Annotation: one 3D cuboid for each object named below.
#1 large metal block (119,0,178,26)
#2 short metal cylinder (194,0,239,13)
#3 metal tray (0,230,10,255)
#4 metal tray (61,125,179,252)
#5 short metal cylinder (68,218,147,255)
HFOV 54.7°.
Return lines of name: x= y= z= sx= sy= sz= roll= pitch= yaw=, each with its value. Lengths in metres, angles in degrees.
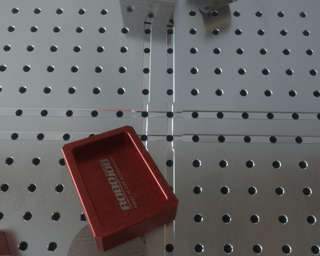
large metal block: x=-0.013 y=-0.211 z=0.475 sx=0.080 sy=0.050 sz=0.080 roll=9 pitch=70 yaw=3
short metal cylinder: x=0.081 y=-0.221 z=0.464 sx=0.050 sy=0.080 sz=0.080 roll=-23 pitch=72 yaw=-8
metal tray: x=-0.206 y=0.189 z=0.338 sx=0.091 sy=0.030 sz=0.130 roll=-24 pitch=72 yaw=-9
metal tray: x=-0.049 y=0.060 z=0.352 sx=0.091 sy=0.030 sz=0.130 roll=-18 pitch=49 yaw=-21
short metal cylinder: x=-0.056 y=0.144 z=0.345 sx=0.081 sy=0.050 sz=0.080 roll=0 pitch=70 yaw=0
